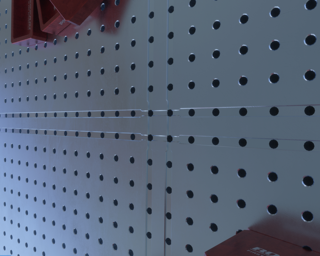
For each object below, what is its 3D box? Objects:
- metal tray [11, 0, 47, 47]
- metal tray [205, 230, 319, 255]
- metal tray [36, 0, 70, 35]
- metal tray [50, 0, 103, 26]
[{"bbox_3d":[-0.265,-0.237,0.627,0.090,0.030,0.129,3,92,40],"label":"metal tray"},{"bbox_3d":[0.115,0.134,0.272,0.130,0.091,0.030,8,95,40],"label":"metal tray"},{"bbox_3d":[-0.170,-0.235,0.547,0.130,0.030,0.090,-19,78,38],"label":"metal tray"},{"bbox_3d":[-0.145,-0.242,0.492,0.090,0.030,0.130,-41,80,15],"label":"metal tray"}]
